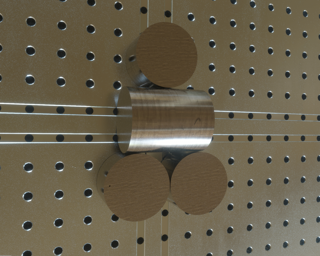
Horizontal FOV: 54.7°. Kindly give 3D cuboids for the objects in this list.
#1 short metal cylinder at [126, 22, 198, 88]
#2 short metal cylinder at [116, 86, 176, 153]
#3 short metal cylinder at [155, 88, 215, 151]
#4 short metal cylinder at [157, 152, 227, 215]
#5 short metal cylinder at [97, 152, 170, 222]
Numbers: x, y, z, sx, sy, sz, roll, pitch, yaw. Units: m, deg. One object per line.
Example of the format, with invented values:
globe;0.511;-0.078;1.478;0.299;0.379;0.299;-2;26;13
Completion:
short metal cylinder;0.001;-0.089;0.400;0.081;0.050;0.079;0;90;-21
short metal cylinder;-0.020;-0.010;0.377;0.050;0.080;0.079;0;90;-20
short metal cylinder;0.027;-0.010;0.395;0.050;0.080;0.079;0;90;-20
short metal cylinder;0.042;0.070;0.415;0.081;0.050;0.079;0;90;-21
short metal cylinder;-0.034;0.070;0.387;0.081;0.050;0.079;0;90;-21
